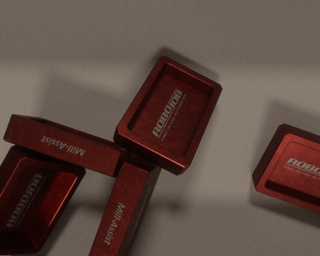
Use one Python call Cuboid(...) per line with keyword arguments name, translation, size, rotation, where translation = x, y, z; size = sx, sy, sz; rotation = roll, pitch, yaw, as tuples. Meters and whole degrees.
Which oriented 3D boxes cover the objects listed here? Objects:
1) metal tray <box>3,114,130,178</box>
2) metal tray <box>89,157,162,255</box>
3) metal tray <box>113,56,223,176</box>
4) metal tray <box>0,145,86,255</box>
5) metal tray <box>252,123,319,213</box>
Cuboid(name="metal tray", translation=(-0.104, 0.020, 0.377), size=(0.131, 0.090, 0.030), rotation=(19, 89, -1))
Cuboid(name="metal tray", translation=(-0.039, 0.099, 0.370), size=(0.030, 0.090, 0.129), rotation=(21, 96, 10))
Cuboid(name="metal tray", translation=(0.013, -0.019, 0.378), size=(0.090, 0.030, 0.130), rotation=(28, 59, -1))
Cuboid(name="metal tray", translation=(-0.160, 0.090, 0.372), size=(0.030, 0.090, 0.130), rotation=(35, 96, 39))
Cuboid(name="metal tray", translation=(0.197, 0.058, 0.394), size=(0.131, 0.030, 0.089), rotation=(19, 114, -1))
